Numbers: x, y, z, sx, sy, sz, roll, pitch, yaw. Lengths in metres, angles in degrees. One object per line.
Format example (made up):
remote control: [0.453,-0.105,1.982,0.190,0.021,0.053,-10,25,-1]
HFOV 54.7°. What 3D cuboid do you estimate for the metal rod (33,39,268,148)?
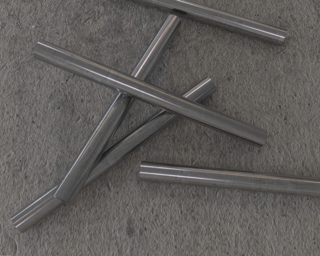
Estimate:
metal rod: [-0.006,-0.040,0.387,0.302,0.025,0.025,21,71,-6]

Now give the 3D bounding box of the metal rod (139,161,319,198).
metal rod: [0.126,0.067,0.384,0.302,0.025,0.025,5,70,2]

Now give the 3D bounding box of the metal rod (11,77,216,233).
metal rod: [-0.049,0.027,0.397,0.301,0.025,0.025,-36,74,-13]

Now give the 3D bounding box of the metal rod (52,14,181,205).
metal rod: [-0.044,-0.040,0.406,0.025,0.025,0.300,25,66,8]

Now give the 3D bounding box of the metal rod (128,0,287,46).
metal rod: [0.041,-0.182,0.474,0.301,0.025,0.025,19,71,7]
